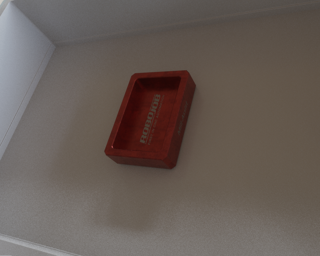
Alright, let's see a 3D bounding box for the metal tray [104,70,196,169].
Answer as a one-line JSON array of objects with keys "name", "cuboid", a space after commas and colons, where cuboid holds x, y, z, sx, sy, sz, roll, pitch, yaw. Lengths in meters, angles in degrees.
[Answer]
[{"name": "metal tray", "cuboid": [-0.011, -0.014, 0.412, 0.090, 0.030, 0.130, 2, 62, 28]}]
